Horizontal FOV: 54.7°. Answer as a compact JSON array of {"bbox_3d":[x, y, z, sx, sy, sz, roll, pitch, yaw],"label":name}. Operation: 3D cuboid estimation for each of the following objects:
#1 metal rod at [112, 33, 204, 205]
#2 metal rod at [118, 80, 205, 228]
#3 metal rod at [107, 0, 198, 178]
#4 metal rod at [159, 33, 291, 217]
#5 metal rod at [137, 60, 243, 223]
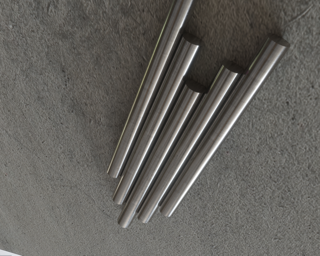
[{"bbox_3d":[-0.016,0.011,0.422,0.025,0.025,0.298,32,128,7],"label":"metal rod"},{"bbox_3d":[-0.010,0.057,0.448,0.025,0.025,0.298,32,128,7],"label":"metal rod"},{"bbox_3d":[-0.020,-0.037,0.395,0.025,0.025,0.298,32,129,7],"label":"metal rod"},{"bbox_3d":[0.062,0.021,0.387,0.025,0.025,0.298,32,129,7],"label":"metal rod"},{"bbox_3d":[0.025,0.040,0.418,0.025,0.025,0.298,32,129,7],"label":"metal rod"}]
